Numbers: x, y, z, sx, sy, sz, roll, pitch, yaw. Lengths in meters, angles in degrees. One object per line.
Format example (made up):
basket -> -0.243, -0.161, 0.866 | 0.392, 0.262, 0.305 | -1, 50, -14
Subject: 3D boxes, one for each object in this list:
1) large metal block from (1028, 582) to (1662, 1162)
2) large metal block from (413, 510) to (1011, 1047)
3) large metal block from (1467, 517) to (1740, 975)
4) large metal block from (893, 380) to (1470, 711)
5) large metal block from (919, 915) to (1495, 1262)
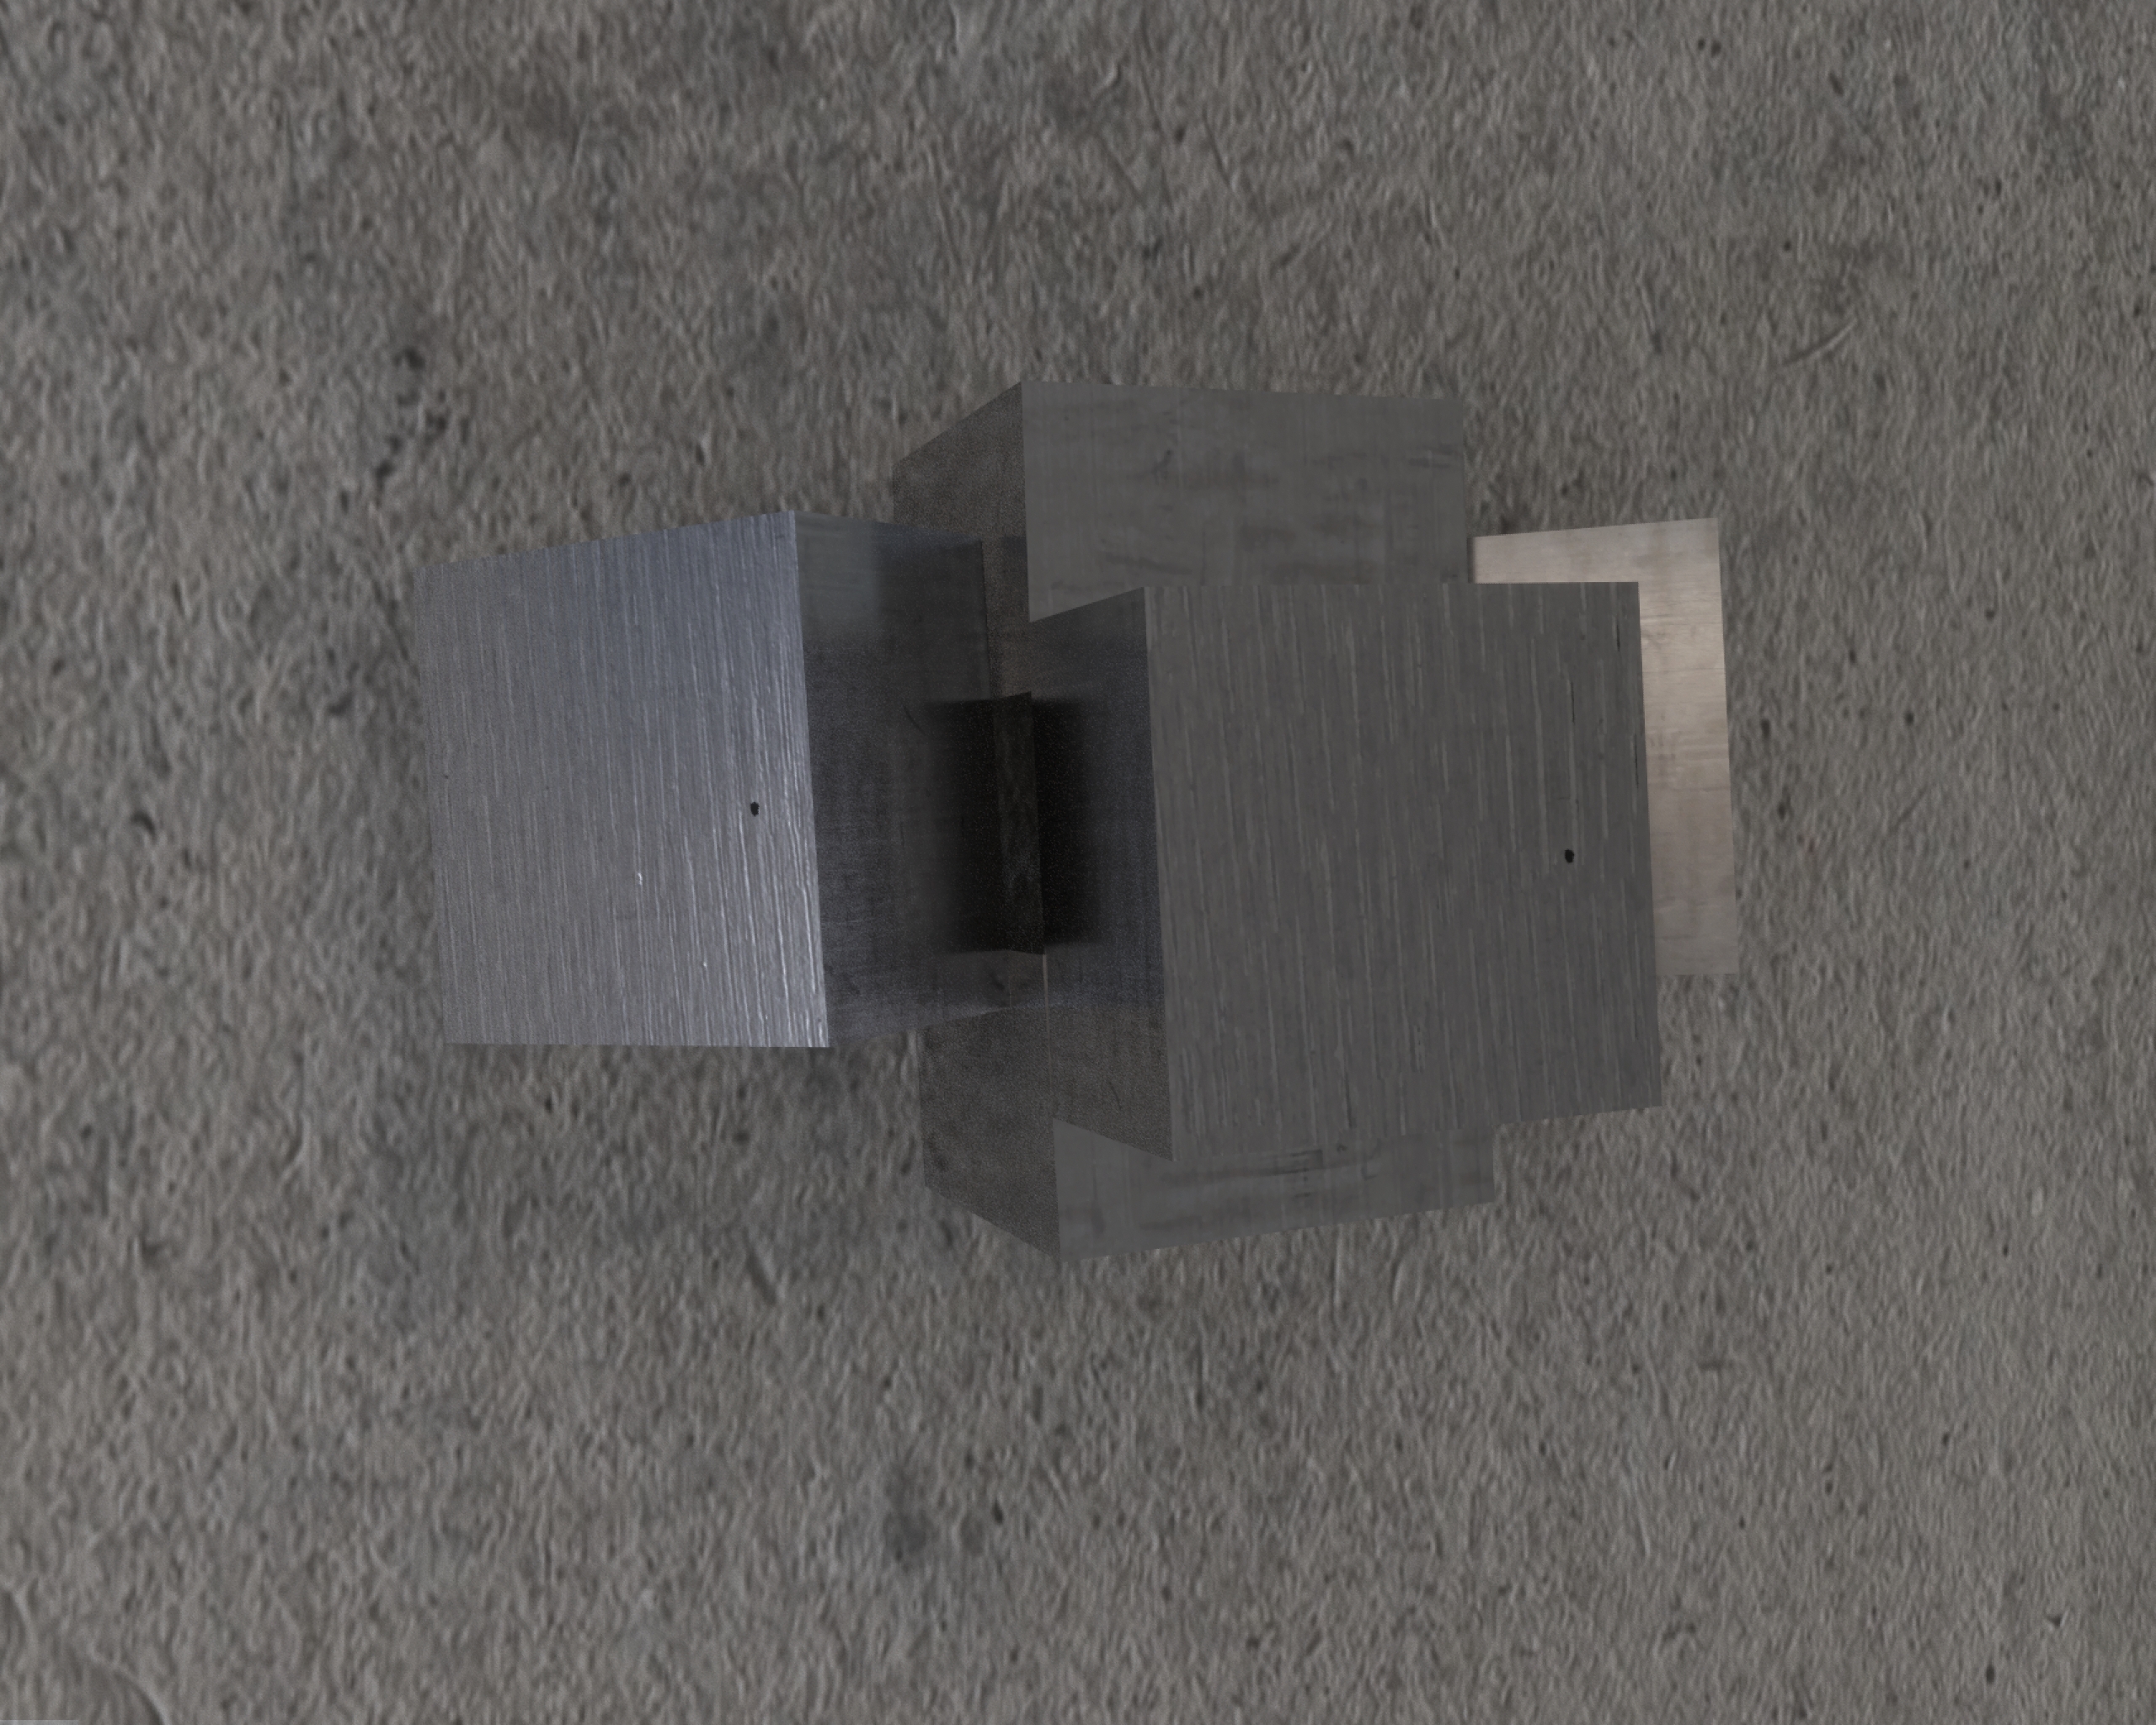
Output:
large metal block -> 0.040, -0.001, 0.325 | 0.081, 0.050, 0.079 | -3, 91, -20
large metal block -> -0.061, -0.012, 0.350 | 0.050, 0.080, 0.079 | -6, 93, -59
large metal block -> 0.099, -0.021, 0.408 | 0.050, 0.080, 0.079 | -3, 91, 14
large metal block -> 0.016, -0.054, 0.385 | 0.081, 0.080, 0.050 | -2, 91, -20
large metal block -> 0.020, 0.037, 0.387 | 0.081, 0.080, 0.050 | -4, 92, -20
